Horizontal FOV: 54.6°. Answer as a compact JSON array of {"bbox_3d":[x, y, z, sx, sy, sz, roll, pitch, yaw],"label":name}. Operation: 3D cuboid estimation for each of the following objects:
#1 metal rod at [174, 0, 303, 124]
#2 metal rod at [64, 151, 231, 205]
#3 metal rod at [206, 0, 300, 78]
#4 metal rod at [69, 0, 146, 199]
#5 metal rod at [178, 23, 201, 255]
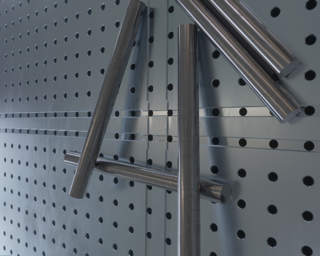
[{"bbox_3d":[0.054,-0.126,0.365,0.025,0.025,0.299,-48,62,29],"label":"metal rod"},{"bbox_3d":[-0.041,0.063,0.444,0.300,0.025,0.025,5,94,40],"label":"metal rod"},{"bbox_3d":[0.052,-0.173,0.366,0.025,0.025,0.299,-48,62,29],"label":"metal rod"},{"bbox_3d":[-0.079,-0.037,0.456,0.025,0.025,0.298,25,99,37],"label":"metal rod"},{"bbox_3d":[0.033,0.024,0.357,0.025,0.025,0.299,-8,77,40],"label":"metal rod"}]
